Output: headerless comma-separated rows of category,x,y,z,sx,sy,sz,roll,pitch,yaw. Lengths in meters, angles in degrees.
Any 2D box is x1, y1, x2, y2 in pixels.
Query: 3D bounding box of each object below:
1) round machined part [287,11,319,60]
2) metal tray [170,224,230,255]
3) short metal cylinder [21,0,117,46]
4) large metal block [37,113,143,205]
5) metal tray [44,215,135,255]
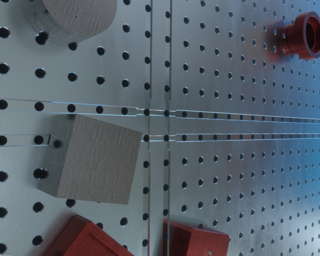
round machined part,0.304,-0.191,0.652,0.099,0.042,0.097,0,90,-40
metal tray,0.051,0.213,0.450,0.090,0.030,0.130,24,75,-38
short metal cylinder,-0.092,-0.129,0.316,0.081,0.050,0.079,0,90,-40
large metal block,-0.073,0.034,0.332,0.080,0.050,0.080,18,79,-39
metal tray,-0.071,0.172,0.346,0.130,0.030,0.090,51,60,-28
